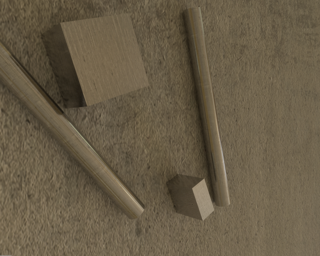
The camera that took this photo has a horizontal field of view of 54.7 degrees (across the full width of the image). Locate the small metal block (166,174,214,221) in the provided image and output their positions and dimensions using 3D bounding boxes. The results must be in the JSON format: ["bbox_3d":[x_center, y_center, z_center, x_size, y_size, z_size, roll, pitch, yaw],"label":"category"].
[{"bbox_3d":[0.041,0.094,0.425,0.025,0.050,0.050,-30,109,-36],"label":"small metal block"}]

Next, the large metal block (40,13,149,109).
[{"bbox_3d":[-0.068,-0.072,0.333,0.081,0.050,0.080,-25,106,-37],"label":"large metal block"}]

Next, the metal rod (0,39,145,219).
[{"bbox_3d":[-0.107,-0.007,0.315,0.025,0.025,0.299,-51,120,-28],"label":"metal rod"}]

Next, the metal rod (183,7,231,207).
[{"bbox_3d":[0.073,-0.025,0.468,0.025,0.025,0.298,-18,102,-39],"label":"metal rod"}]
